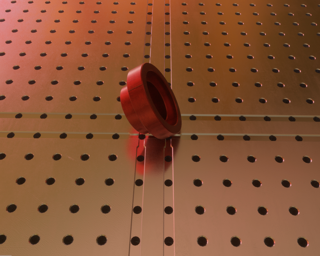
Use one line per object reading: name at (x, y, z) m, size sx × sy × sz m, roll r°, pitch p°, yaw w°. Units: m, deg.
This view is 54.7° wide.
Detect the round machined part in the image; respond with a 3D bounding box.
round machined part at (-0.014, -0.031, 0.397) m, size 0.042 × 0.098 × 0.098 m, roll -23°, pitch 46°, yaw 22°
